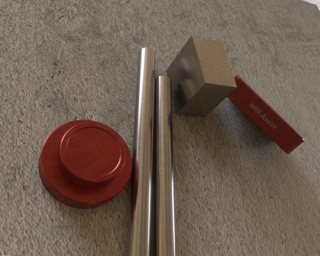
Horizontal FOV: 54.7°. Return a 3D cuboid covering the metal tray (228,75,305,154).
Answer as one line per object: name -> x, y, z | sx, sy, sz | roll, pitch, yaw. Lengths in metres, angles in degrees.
metal tray -> 0.154, -0.026, 0.473 | 0.130, 0.030, 0.090 | 44, 18, 2

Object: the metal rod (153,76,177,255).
metal rod -> 0.005, 0.060, 0.370 | 0.025, 0.025, 0.299 | 14, 56, -21

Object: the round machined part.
round machined part -> -0.076, 0.033, 0.333 | 0.099, 0.042, 0.098 | 14, 56, -21

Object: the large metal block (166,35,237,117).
large metal block -> 0.055, -0.071, 0.444 | 0.050, 0.080, 0.080 | 4, 60, -27

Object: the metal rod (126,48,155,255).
metal rod -> -0.021, 0.017, 0.383 | 0.025, 0.025, 0.299 | 14, 56, -21
